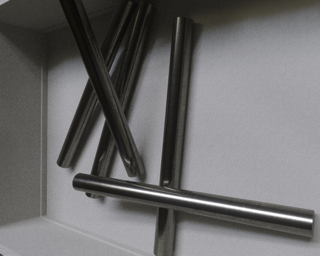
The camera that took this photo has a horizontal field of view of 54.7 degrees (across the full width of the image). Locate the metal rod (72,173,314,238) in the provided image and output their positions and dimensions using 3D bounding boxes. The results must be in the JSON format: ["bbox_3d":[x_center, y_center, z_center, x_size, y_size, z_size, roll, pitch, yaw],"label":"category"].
[{"bbox_3d":[0.014,0.083,0.365,0.300,0.025,0.025,3,92,30],"label":"metal rod"}]

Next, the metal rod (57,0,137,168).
[{"bbox_3d":[-0.106,-0.056,0.484,0.025,0.025,0.298,44,120,31],"label":"metal rod"}]

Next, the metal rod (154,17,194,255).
[{"bbox_3d":[0.017,0.015,0.393,0.025,0.025,0.298,8,95,40],"label":"metal rod"}]

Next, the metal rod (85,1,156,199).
[{"bbox_3d":[-0.062,-0.031,0.458,0.025,0.025,0.298,29,108,36],"label":"metal rod"}]

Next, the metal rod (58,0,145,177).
[{"bbox_3d":[-0.078,-0.071,0.388,0.025,0.025,0.298,-2,116,40],"label":"metal rod"}]
